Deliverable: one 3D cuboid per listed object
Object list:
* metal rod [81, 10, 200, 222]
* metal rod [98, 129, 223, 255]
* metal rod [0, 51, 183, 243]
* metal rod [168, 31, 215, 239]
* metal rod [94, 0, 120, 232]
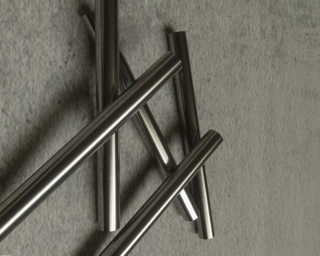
[{"bbox_3d":[-0.015,-0.001,0.393,0.025,0.025,0.299,-40,114,-33],"label":"metal rod"},{"bbox_3d":[-0.021,0.111,0.367,0.301,0.025,0.025,-46,118,-23],"label":"metal rod"},{"bbox_3d":[-0.085,0.027,0.298,0.301,0.025,0.025,-46,118,-18],"label":"metal rod"},{"bbox_3d":[0.047,0.016,0.446,0.025,0.025,0.298,-16,100,-39],"label":"metal rod"},{"bbox_3d":[-0.057,-0.034,0.336,0.025,0.025,0.298,-6,101,-40],"label":"metal rod"}]
